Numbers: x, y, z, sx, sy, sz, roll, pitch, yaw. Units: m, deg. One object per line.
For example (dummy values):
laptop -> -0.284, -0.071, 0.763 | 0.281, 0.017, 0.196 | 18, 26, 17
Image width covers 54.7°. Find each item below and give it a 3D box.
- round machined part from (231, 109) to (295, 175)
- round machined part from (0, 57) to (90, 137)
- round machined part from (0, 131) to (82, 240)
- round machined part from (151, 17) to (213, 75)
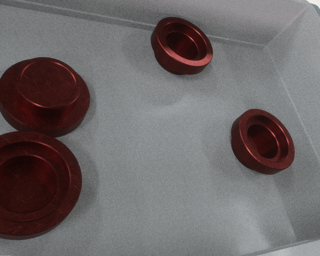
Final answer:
round machined part -> 0.146, 0.024, 0.458 | 0.099, 0.042, 0.098 | 14, 56, -21
round machined part -> -0.128, -0.041, 0.351 | 0.099, 0.042, 0.098 | 14, 56, -21
round machined part -> -0.128, 0.055, 0.292 | 0.099, 0.042, 0.098 | 14, 56, -21
round machined part -> 0.030, -0.122, 0.485 | 0.099, 0.042, 0.098 | 14, 56, -21
